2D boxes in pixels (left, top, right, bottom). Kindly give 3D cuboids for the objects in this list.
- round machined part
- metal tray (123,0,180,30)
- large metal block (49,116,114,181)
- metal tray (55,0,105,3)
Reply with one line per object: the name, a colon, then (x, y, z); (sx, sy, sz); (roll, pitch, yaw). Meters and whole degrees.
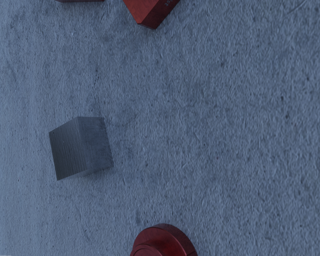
round machined part: (-0.001, 0.176, 0.393); (0.098, 0.042, 0.097); (0, 90, 39)
metal tray: (0.002, -0.206, 0.398); (0.129, 0.030, 0.090); (-43, 65, 31)
large metal block: (-0.126, 0.033, 0.489); (0.080, 0.050, 0.080); (-23, 76, 37)
metal tray: (-0.136, -0.258, 0.511); (0.130, 0.030, 0.089); (17, 101, 38)
